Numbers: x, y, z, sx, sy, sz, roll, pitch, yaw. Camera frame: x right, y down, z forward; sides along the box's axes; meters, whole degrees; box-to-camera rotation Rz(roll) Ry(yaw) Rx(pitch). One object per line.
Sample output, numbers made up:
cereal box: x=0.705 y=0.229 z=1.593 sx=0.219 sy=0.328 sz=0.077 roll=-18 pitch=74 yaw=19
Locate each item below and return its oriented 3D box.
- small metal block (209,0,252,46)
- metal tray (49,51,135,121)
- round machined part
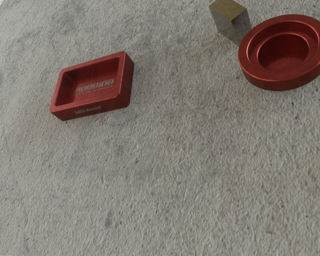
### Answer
small metal block: x=0.098 y=-0.147 z=0.427 sx=0.025 sy=0.050 sz=0.050 roll=-39 pitch=51 yaw=2
metal tray: x=-0.109 y=-0.066 z=0.498 sx=0.130 sy=0.030 sz=0.090 roll=-10 pitch=57 yaw=22
round machined part: x=0.146 y=-0.084 z=0.368 sx=0.098 sy=0.042 sz=0.098 roll=-13 pitch=56 yaw=21
